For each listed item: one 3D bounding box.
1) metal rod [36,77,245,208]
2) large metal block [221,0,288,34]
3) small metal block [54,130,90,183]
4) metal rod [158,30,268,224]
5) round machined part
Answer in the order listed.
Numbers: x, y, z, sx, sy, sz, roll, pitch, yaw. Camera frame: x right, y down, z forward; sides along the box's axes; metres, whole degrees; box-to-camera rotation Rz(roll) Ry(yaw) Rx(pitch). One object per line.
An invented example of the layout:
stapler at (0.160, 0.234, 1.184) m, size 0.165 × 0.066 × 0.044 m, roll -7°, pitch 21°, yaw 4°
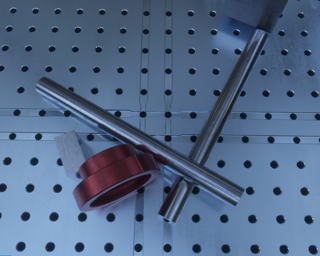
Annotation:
metal rod at (-0.037, 0.010, 0.390) m, size 0.301 × 0.025 × 0.025 m, roll 29°, pitch 72°, yaw 16°
large metal block at (0.149, -0.199, 0.463) m, size 0.080 × 0.050 × 0.080 m, roll 26°, pitch 57°, yaw 8°
small metal block at (-0.104, 0.037, 0.384) m, size 0.025 × 0.050 × 0.050 m, roll -23°, pitch 72°, yaw -7°
metal rod at (0.079, -0.014, 0.417) m, size 0.025 × 0.025 × 0.300 m, roll 27°, pitch 72°, yaw 9°
round machined part at (-0.052, 0.053, 0.353) m, size 0.099 × 0.098 × 0.042 m, roll -26°, pitch 73°, yaw -9°
